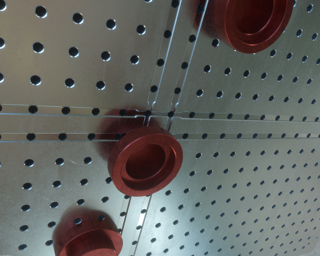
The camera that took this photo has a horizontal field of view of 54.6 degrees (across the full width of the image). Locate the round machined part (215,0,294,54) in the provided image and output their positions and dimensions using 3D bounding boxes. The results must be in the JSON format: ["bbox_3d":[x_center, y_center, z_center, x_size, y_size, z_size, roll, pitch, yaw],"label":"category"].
[{"bbox_3d":[0.106,-0.142,0.369,0.099,0.042,0.097,-14,124,-21],"label":"round machined part"}]

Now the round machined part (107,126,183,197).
[{"bbox_3d":[-0.022,0.040,0.412,0.099,0.042,0.097,-14,124,-21],"label":"round machined part"}]

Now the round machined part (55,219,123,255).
[{"bbox_3d":[-0.101,0.187,0.460,0.099,0.042,0.097,-14,124,-21],"label":"round machined part"}]
